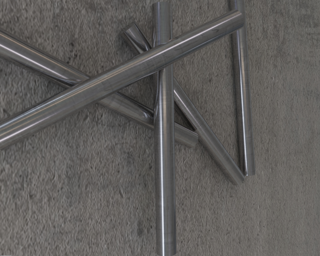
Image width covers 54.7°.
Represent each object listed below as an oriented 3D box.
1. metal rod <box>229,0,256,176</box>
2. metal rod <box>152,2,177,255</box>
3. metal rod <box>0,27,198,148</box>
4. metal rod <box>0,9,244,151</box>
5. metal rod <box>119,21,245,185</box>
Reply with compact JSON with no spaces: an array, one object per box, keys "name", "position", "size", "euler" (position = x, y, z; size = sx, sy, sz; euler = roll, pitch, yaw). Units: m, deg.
[{"name":"metal rod","position":[0.139,-0.069,0.520],"size":[0.025,0.025,0.298],"euler":[-8,95,-40]},{"name":"metal rod","position":[0.005,0.002,0.374],"size":[0.025,0.025,0.298],"euler":[-2,92,-40]},{"name":"metal rod","position":[-0.063,-0.037,0.351],"size":[0.301,0.025,0.025],"euler":[26,74,-37]},{"name":"metal rod","position":[-0.028,-0.062,0.331],"size":[0.302,0.025,0.025],"euler":[-31,110,-20]},{"name":"metal rod","position":[0.045,-0.018,0.441],"size":[0.300,0.025,0.025],"euler":[51,60,-28]}]
